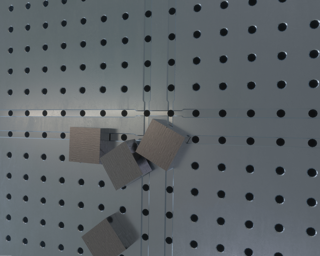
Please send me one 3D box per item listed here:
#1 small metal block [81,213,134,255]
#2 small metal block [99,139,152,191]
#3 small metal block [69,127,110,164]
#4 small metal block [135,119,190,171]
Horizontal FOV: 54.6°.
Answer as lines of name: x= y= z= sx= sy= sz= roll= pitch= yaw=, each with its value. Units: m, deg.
small metal block: x=-0.074 y=0.159 z=0.439 sx=0.050 sy=0.025 sz=0.050 roll=-40 pitch=78 yaw=15
small metal block: x=-0.047 y=0.050 z=0.427 sx=0.050 sy=0.025 sz=0.050 roll=-34 pitch=79 yaw=24
small metal block: x=-0.103 y=0.024 z=0.449 sx=0.050 sy=0.025 sz=0.050 roll=3 pitch=91 yaw=20
small metal block: x=0.004 y=0.022 z=0.412 sx=0.050 sy=0.025 sz=0.050 roll=31 pitch=100 yaw=17
